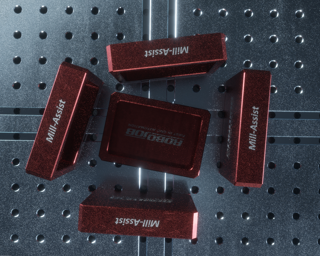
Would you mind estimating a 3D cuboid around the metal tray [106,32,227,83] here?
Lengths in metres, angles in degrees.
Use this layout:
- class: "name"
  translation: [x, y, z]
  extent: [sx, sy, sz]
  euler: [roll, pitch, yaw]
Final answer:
- class: "metal tray"
  translation: [0.008, -0.083, 0.380]
  extent: [0.131, 0.090, 0.030]
  euler: [-6, 90, 0]

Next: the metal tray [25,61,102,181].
- class: "metal tray"
  translation: [-0.113, -0.008, 0.380]
  extent: [0.030, 0.090, 0.129]
  euler: [18, 90, 0]

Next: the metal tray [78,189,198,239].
- class: "metal tray"
  translation: [-0.024, 0.102, 0.381]
  extent: [0.131, 0.090, 0.030]
  euler: [4, 90, 0]

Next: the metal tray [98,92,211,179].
- class: "metal tray"
  translation: [-0.007, 0.009, 0.410]
  extent: [0.131, 0.030, 0.090]
  euler: [11, 90, -1]

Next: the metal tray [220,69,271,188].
- class: "metal tray"
  translation: [0.102, 0.000, 0.381]
  extent: [0.030, 0.090, 0.129]
  euler: [5, 90, 0]
